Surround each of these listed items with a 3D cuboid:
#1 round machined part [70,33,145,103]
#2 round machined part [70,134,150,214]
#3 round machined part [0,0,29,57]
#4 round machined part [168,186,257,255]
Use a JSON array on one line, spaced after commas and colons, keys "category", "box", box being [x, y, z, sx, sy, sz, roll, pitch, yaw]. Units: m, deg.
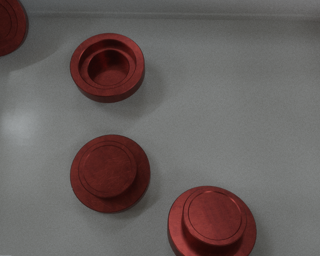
[{"category": "round machined part", "box": [-0.070, -0.078, 0.429, 0.099, 0.042, 0.098, 0, 70, 0]}, {"category": "round machined part", "box": [-0.061, 0.054, 0.380, 0.099, 0.042, 0.098, 0, 70, 0]}, {"category": "round machined part", "box": [-0.238, -0.151, 0.437, 0.099, 0.042, 0.097, -4, 109, -11]}, {"category": "round machined part", "box": [0.058, 0.106, 0.344, 0.099, 0.042, 0.098, 1, 47, -1]}]
